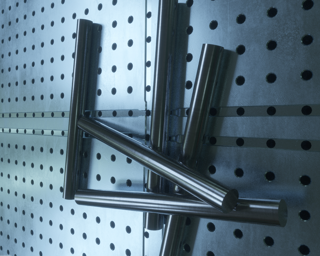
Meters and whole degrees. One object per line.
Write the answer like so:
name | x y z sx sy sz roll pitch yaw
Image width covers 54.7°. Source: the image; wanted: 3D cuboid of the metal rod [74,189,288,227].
metal rod | -0.004 0.091 0.376 0.300 0.025 0.025 -7 86 39

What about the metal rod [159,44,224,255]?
metal rod | 0.033 0.050 0.380 0.025 0.025 0.298 18 101 38

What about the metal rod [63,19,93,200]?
metal rod | -0.139 -0.028 0.520 0.025 0.025 0.298 10 97 39

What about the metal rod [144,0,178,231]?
metal rod | 0.001 -0.016 0.406 0.025 0.025 0.298 6 94 39

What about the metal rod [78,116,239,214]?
metal rod | -0.029 0.031 0.399 0.300 0.025 0.025 22 104 47
